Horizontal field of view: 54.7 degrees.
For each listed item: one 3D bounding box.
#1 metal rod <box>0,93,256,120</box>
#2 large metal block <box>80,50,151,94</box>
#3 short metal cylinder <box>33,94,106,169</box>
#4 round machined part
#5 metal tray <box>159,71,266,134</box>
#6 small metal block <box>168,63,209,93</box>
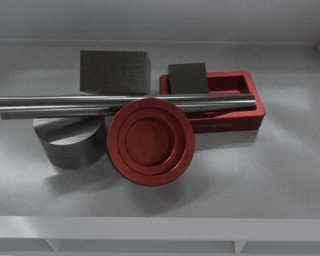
[{"bbox_3d":[-0.023,-0.028,0.372,0.303,0.025,0.025,-3,49,-17],"label":"metal rod"},{"bbox_3d":[-0.056,-0.070,0.416,0.080,0.080,0.050,2,92,2],"label":"large metal block"},{"bbox_3d":[-0.107,0.004,0.381,0.081,0.050,0.080,0,50,0],"label":"short metal cylinder"},{"bbox_3d":[-0.013,0.017,0.357,0.099,0.042,0.097,2,83,-15],"label":"round machined part"},{"bbox_3d":[0.068,-0.037,0.431,0.131,0.030,0.090,-3,50,-4],"label":"metal tray"},{"bbox_3d":[0.038,-0.061,0.427,0.050,0.025,0.050,-4,76,-3],"label":"small metal block"}]
